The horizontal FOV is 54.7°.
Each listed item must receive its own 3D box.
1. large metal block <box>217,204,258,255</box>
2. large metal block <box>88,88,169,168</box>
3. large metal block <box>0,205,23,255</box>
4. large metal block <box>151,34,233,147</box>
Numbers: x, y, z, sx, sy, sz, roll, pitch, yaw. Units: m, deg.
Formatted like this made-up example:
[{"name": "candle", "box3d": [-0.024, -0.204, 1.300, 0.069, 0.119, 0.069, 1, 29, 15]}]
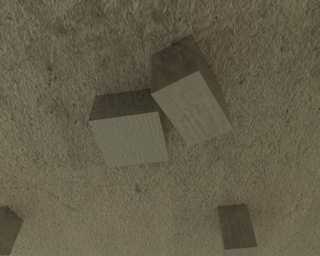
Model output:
[{"name": "large metal block", "box3d": [0.132, 0.190, 0.534, 0.050, 0.080, 0.080, -8, 130, 6]}, {"name": "large metal block", "box3d": [-0.035, 0.001, 0.391, 0.080, 0.050, 0.080, -8, 130, 6]}, {"name": "large metal block", "box3d": [-0.296, 0.186, 0.527, 0.080, 0.080, 0.050, -12, 129, 10]}, {"name": "large metal block", "box3d": [0.033, -0.041, 0.336, 0.050, 0.080, 0.080, -25, 126, 19]}]
